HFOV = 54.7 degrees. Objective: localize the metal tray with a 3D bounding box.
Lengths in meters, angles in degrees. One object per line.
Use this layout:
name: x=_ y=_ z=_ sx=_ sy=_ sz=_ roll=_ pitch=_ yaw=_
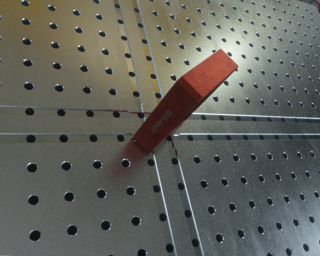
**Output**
metal tray: x=0.028 y=-0.030 z=0.375 sx=0.030 sy=0.129 sz=0.091 roll=47 pitch=51 yaw=4
